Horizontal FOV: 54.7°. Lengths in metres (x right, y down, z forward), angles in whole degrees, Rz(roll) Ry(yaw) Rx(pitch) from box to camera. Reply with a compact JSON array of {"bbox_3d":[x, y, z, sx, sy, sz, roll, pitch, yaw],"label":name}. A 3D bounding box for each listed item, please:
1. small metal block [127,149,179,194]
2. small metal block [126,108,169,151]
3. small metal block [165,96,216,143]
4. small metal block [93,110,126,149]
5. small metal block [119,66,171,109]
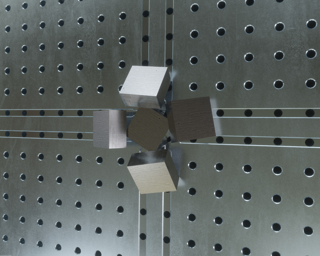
[{"bbox_3d":[-0.008,0.057,0.401,0.050,0.025,0.050,-10,123,19],"label":"small metal block"},{"bbox_3d":[-0.012,0.001,0.415,0.050,0.025,0.050,33,100,16],"label":"small metal block"},{"bbox_3d":[0.038,-0.010,0.386,0.050,0.025,0.050,-8,86,-16],"label":"small metal block"},{"bbox_3d":[-0.069,0.001,0.423,0.050,0.025,0.050,0,90,54],"label":"small metal block"},{"bbox_3d":[-0.018,-0.054,0.405,0.050,0.025,0.050,7,56,20],"label":"small metal block"}]
